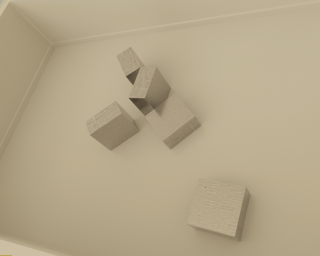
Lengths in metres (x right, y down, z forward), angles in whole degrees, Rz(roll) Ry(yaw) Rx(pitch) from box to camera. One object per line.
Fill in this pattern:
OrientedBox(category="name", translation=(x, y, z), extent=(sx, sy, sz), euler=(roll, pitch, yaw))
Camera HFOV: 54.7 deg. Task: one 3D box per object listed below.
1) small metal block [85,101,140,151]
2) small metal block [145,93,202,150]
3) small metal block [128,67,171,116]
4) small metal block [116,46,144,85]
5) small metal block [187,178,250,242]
OrientedBox(category="small metal block", translation=(-0.064, -0.002, 0.423), extent=(0.050, 0.050, 0.025), euler=(-34, 52, 6))
OrientedBox(category="small metal block", translation=(0.016, -0.009, 0.401), extent=(0.050, 0.025, 0.050), euler=(-38, 51, 2))
OrientedBox(category="small metal block", translation=(-0.012, -0.048, 0.425), extent=(0.025, 0.050, 0.050), euler=(4, 64, 30))
OrientedBox(category="small metal block", translation=(-0.034, -0.083, 0.457), extent=(0.025, 0.050, 0.050), euler=(-32, 52, 8))
OrientedBox(category="small metal block", translation=(0.062, 0.084, 0.321), extent=(0.050, 0.025, 0.050), euler=(6, 65, 30))
